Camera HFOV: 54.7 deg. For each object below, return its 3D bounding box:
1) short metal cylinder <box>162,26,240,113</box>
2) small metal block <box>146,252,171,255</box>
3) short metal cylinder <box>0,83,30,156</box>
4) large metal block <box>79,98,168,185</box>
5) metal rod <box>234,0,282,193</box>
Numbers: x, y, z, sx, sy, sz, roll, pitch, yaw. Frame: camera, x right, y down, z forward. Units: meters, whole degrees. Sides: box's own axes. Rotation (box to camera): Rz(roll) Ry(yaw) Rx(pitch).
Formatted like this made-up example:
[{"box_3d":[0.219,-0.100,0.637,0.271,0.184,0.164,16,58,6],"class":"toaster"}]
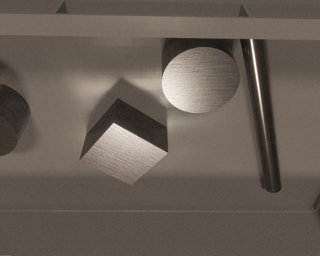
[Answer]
[{"box_3d":[0.042,-0.063,0.340,0.081,0.050,0.079,0,130,0],"class":"short metal cylinder"},{"box_3d":[0.002,0.293,0.661,0.050,0.025,0.050,-14,129,11],"class":"small metal block"},{"box_3d":[-0.209,-0.010,0.381,0.081,0.050,0.079,0,130,0],"class":"short metal cylinder"},{"box_3d":[-0.046,0.020,0.410,0.080,0.050,0.080,31,123,-24],"class":"large metal block"},{"box_3d":[0.133,-0.015,0.398,0.025,0.025,0.299,-14,129,11],"class":"metal rod"}]
